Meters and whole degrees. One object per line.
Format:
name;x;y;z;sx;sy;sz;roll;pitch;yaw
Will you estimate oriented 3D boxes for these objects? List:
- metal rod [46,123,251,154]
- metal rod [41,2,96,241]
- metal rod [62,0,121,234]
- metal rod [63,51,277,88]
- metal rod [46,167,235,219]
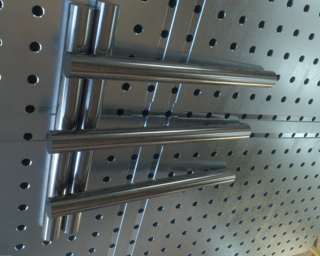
metal rod;0.010;0.009;0.404;0.303;0.025;0.025;-2;120;-35
metal rod;-0.111;0.013;0.359;0.025;0.025;0.298;1;118;-29
metal rod;-0.087;0.007;0.368;0.025;0.025;0.298;1;118;-29
metal rod;0.038;-0.066;0.374;0.303;0.025;0.025;-3;120;-34
metal rod;-0.005;0.086;0.445;0.303;0.025;0.025;-3;120;-34
